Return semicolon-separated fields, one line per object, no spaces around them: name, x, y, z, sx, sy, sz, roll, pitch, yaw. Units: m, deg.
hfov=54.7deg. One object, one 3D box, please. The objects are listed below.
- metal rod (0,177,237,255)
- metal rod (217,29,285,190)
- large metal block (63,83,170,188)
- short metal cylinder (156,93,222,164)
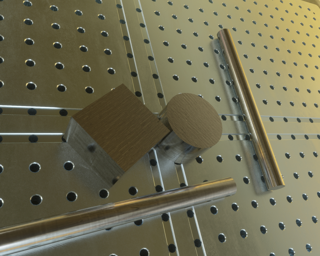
metal rod;-0.037;0.090;0.333;0.303;0.025;0.025;-6;65;-31
metal rod;0.143;-0.045;0.512;0.025;0.025;0.299;4;60;-26
large metal block;-0.050;0.007;0.361;0.080;0.050;0.080;46;51;3
short metal cylinder;0.034;0.001;0.410;0.081;0.050;0.080;14;56;-21
